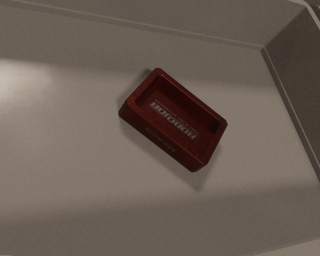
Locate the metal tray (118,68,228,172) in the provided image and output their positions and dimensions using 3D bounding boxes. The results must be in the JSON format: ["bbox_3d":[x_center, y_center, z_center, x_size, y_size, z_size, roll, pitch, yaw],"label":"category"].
[{"bbox_3d":[0.021,-0.013,0.423,0.130,0.030,0.090,38,51,-3],"label":"metal tray"}]
